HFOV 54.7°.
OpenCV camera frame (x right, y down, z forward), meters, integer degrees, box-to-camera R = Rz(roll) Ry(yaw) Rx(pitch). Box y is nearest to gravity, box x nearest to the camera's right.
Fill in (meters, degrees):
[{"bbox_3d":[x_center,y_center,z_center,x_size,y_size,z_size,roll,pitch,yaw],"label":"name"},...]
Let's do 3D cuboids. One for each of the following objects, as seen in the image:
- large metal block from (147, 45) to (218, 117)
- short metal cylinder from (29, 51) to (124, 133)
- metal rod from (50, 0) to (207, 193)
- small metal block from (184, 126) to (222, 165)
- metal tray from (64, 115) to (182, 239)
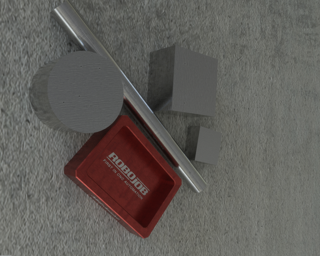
[{"bbox_3d":[0.031,-0.058,0.418,0.081,0.050,0.080,6,87,-40],"label":"large metal block"},{"bbox_3d":[-0.085,-0.035,0.320,0.081,0.050,0.079,0,90,-40],"label":"short metal cylinder"},{"bbox_3d":[-0.023,-0.020,0.388,0.025,0.025,0.300,-53,121,-27],"label":"metal rod"},{"bbox_3d":[0.064,0.027,0.463,0.050,0.025,0.050,17,79,-39],"label":"small metal block"},{"bbox_3d":[-0.038,0.059,0.373,0.130,0.030,0.090,52,60,-28],"label":"metal tray"}]
